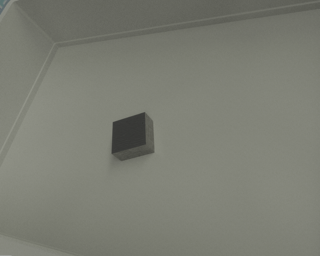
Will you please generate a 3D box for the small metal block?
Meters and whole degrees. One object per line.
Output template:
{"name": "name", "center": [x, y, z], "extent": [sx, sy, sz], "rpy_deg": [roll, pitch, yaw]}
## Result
{"name": "small metal block", "center": [-0.036, 0.012, 0.419], "extent": [0.050, 0.025, 0.050], "rpy_deg": [-16, 55, 19]}
